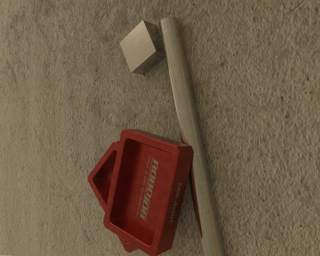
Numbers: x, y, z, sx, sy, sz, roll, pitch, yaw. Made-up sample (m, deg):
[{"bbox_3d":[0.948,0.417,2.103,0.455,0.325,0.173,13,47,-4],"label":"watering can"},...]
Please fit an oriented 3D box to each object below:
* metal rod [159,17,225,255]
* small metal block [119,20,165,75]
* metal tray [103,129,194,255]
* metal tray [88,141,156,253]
[{"bbox_3d":[0.037,0.010,0.372,0.025,0.025,0.298,-17,80,38],"label":"metal rod"},{"bbox_3d":[-0.023,-0.108,0.422,0.050,0.025,0.050,-33,70,34],"label":"small metal block"},{"bbox_3d":[-0.017,0.074,0.374,0.090,0.030,0.129,17,98,36],"label":"metal tray"},{"bbox_3d":[-0.044,0.093,0.435,0.090,0.030,0.130,-51,61,27],"label":"metal tray"}]
